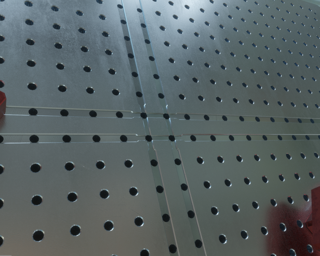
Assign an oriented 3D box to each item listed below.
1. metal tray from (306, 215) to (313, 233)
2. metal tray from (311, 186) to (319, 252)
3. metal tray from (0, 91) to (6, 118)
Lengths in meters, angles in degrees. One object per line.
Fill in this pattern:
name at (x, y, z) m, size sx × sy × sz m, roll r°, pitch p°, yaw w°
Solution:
metal tray at (0.287, 0.140, 0.472) m, size 0.131 × 0.030 × 0.090 m, roll -32°, pitch 80°, yaw -38°
metal tray at (0.269, 0.142, 0.422) m, size 0.131 × 0.030 × 0.090 m, roll 27°, pitch 52°, yaw -11°
metal tray at (-0.233, -0.025, 0.295) m, size 0.130 × 0.030 × 0.090 m, roll 29°, pitch 52°, yaw -10°
